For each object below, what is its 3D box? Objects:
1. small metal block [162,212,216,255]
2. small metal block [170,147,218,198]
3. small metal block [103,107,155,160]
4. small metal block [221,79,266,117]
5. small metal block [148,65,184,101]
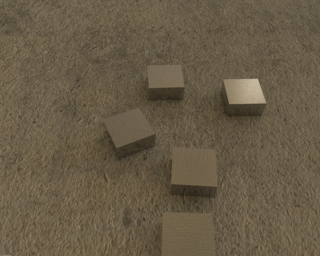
[{"bbox_3d":[0.027,0.113,0.308,0.050,0.025,0.050,1,50,1],"label":"small metal block"},{"bbox_3d":[0.039,0.051,0.360,0.050,0.025,0.050,3,50,2],"label":"small metal block"},{"bbox_3d":[-0.039,0.006,0.397,0.050,0.025,0.050,-20,53,-16],"label":"small metal block"},{"bbox_3d":[0.117,-0.044,0.441,0.050,0.025,0.050,-1,50,-1],"label":"small metal block"},{"bbox_3d":[0.008,-0.068,0.460,0.050,0.025,0.050,-2,50,-2],"label":"small metal block"}]
